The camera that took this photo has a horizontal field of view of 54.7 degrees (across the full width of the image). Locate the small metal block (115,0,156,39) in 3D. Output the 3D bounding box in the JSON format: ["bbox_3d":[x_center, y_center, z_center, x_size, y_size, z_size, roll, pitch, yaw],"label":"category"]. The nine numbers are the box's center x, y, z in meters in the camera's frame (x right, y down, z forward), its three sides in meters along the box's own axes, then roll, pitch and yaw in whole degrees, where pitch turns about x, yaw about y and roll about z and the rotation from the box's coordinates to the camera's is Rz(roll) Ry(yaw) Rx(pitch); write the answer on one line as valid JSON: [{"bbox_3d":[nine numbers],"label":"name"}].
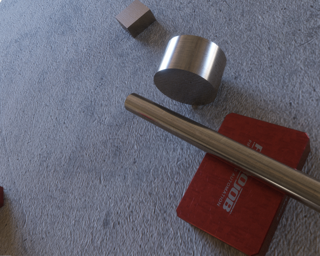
[{"bbox_3d":[-0.043,-0.192,0.542,0.050,0.025,0.050,-40,51,0],"label":"small metal block"}]

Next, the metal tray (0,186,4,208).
[{"bbox_3d":[-0.312,0.116,0.451,0.130,0.090,0.030,-30,52,9],"label":"metal tray"}]

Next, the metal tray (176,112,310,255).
[{"bbox_3d":[0.087,0.054,0.322,0.090,0.030,0.130,20,72,35],"label":"metal tray"}]

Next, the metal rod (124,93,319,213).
[{"bbox_3d":[0.070,0.023,0.313,0.300,0.025,0.025,28,77,37],"label":"metal rod"}]

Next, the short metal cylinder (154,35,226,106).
[{"bbox_3d":[0.038,-0.071,0.391,0.080,0.080,0.050,7,65,31],"label":"short metal cylinder"}]
